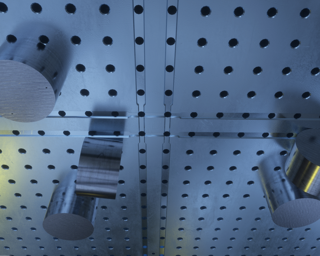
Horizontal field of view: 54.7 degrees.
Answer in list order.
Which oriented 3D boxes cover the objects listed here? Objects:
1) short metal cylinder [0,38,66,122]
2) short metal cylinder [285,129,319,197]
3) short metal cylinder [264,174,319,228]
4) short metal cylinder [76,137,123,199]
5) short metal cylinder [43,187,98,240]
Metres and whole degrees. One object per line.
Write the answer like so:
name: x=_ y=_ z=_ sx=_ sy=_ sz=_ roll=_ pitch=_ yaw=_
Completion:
short metal cylinder: x=-0.153 y=-0.053 z=0.348 sx=0.081 sy=0.050 sz=0.079 roll=-1 pitch=130 yaw=0
short metal cylinder: x=0.217 y=0.045 z=0.418 sx=0.081 sy=0.080 sz=0.050 roll=1 pitch=130 yaw=-2
short metal cylinder: x=0.214 y=0.117 z=0.498 sx=0.081 sy=0.050 sz=0.079 roll=0 pitch=130 yaw=0
short metal cylinder: x=-0.081 y=0.054 z=0.421 sx=0.050 sy=0.080 sz=0.079 roll=8 pitch=130 yaw=-7
short metal cylinder: x=-0.147 y=0.143 z=0.515 sx=0.081 sy=0.050 sz=0.079 roll=0 pitch=130 yaw=0
